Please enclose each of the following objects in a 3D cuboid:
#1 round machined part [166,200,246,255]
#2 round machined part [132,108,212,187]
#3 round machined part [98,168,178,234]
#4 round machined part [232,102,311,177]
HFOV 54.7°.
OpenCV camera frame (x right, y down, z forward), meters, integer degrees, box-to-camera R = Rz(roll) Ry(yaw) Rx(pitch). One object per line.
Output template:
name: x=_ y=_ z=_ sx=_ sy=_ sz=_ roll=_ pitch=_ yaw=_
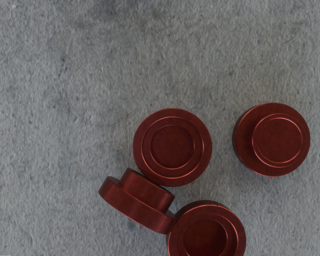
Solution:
round machined part: x=0.056 y=0.140 z=0.398 sx=0.099 sy=0.042 sz=0.097 roll=0 pitch=94 yaw=-7
round machined part: x=0.015 y=0.024 z=0.402 sx=0.099 sy=0.042 sz=0.097 roll=0 pitch=90 yaw=-1
round machined part: x=-0.021 y=0.083 z=0.374 sx=0.098 sy=0.098 sz=0.042 roll=31 pitch=84 yaw=-1
round machined part: x=0.148 y=0.015 z=0.404 sx=0.099 sy=0.042 sz=0.097 roll=0 pitch=90 yaw=-1
